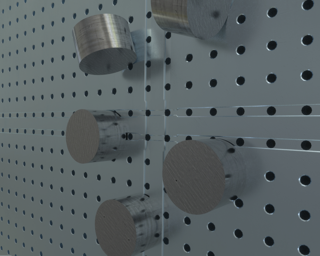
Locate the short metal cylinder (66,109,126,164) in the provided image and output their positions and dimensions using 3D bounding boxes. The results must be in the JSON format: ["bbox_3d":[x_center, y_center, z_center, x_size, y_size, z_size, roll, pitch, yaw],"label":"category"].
[{"bbox_3d":[-0.098,0.012,0.472,0.080,0.050,0.079,0,90,39],"label":"short metal cylinder"}]

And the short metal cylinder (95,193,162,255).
[{"bbox_3d":[-0.044,0.134,0.427,0.080,0.050,0.079,0,90,39],"label":"short metal cylinder"}]

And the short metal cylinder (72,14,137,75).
[{"bbox_3d":[-0.078,-0.115,0.435,0.080,0.081,0.050,-24,75,37],"label":"short metal cylinder"}]

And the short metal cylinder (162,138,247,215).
[{"bbox_3d":[0.050,0.052,0.351,0.080,0.050,0.079,0,90,39],"label":"short metal cylinder"}]

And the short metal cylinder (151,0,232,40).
[{"bbox_3d":[0.036,-0.143,0.342,0.050,0.081,0.079,26,106,37],"label":"short metal cylinder"}]
